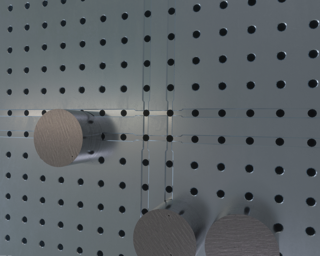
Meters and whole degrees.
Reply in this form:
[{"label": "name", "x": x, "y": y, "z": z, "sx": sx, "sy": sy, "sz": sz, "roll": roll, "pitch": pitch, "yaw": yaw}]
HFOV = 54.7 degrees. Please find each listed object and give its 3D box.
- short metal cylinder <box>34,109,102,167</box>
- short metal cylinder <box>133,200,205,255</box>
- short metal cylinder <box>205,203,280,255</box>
[{"label": "short metal cylinder", "x": -0.131, "y": 0.013, "z": 0.446, "sx": 0.080, "sy": 0.050, "sz": 0.080, "roll": 0, "pitch": 90, "yaw": 20}, {"label": "short metal cylinder", "x": 0.013, "y": 0.137, "z": 0.395, "sx": 0.080, "sy": 0.050, "sz": 0.079, "roll": 0, "pitch": 90, "yaw": 20}, {"label": "short metal cylinder", "x": 0.098, "y": 0.135, "z": 0.365, "sx": 0.080, "sy": 0.050, "sz": 0.079, "roll": 0, "pitch": 90, "yaw": 20}]
